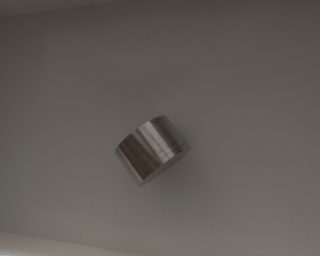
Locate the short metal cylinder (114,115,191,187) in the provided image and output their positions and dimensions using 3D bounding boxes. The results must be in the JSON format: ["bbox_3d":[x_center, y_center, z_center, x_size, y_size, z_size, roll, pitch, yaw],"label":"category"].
[{"bbox_3d":[-0.009,0.029,0.384,0.080,0.080,0.050,-41,78,15],"label":"short metal cylinder"}]
